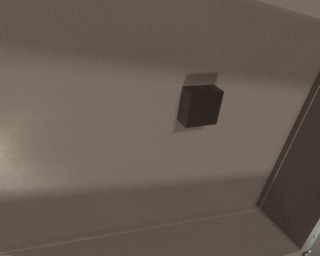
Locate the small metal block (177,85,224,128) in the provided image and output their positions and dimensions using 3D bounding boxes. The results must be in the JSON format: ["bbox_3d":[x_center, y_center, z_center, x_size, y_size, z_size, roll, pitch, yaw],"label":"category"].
[{"bbox_3d":[0.054,-0.030,0.422,0.050,0.025,0.050,-7,122,-25],"label":"small metal block"}]
